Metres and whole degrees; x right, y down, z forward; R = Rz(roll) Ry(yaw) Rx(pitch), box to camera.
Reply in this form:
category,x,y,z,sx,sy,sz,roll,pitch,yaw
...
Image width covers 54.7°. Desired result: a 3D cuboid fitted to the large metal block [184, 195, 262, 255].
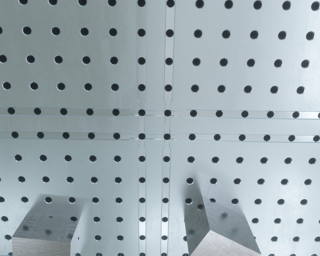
category,x,y,z,sx,sy,sz,roll,pitch,yaw
large metal block,0.085,0.153,0.442,0.080,0.080,0.050,28,108,-10

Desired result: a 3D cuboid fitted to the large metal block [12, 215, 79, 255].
category,x,y,z,sx,sy,sz,roll,pitch,yaw
large metal block,-0.169,0.183,0.465,0.081,0.050,0.079,6,110,-3
